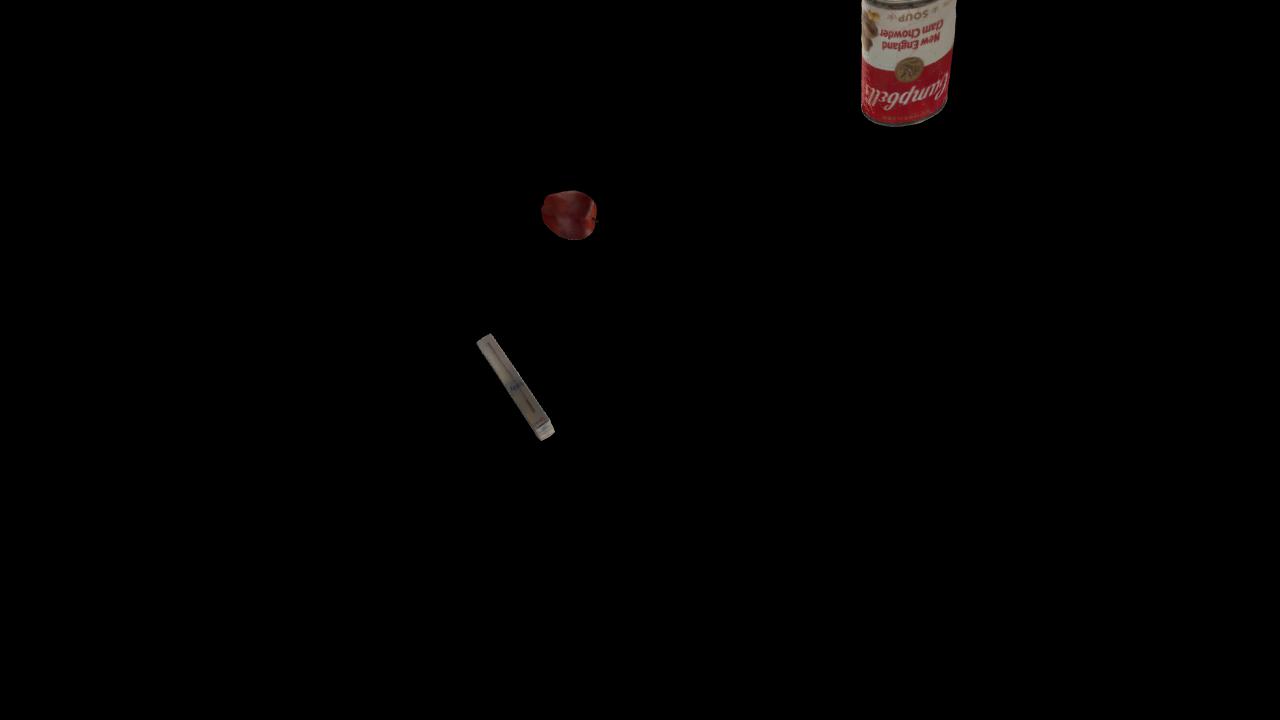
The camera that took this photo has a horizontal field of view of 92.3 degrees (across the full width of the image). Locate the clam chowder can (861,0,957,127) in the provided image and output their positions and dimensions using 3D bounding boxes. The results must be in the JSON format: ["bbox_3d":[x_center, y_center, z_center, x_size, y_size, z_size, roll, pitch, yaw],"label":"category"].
[{"bbox_3d":[0.207,-0.245,0.476,0.068,0.068,0.102,0,-33,20],"label":"clam chowder can"}]

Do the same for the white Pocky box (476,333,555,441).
[{"bbox_3d":[-0.176,0.040,0.876,0.028,0.154,0.084,-33,-14,-12],"label":"white Pocky box"}]

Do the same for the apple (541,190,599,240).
[{"bbox_3d":[-0.112,-0.236,1.000,0.093,0.079,0.079,13,1,6],"label":"apple"}]
